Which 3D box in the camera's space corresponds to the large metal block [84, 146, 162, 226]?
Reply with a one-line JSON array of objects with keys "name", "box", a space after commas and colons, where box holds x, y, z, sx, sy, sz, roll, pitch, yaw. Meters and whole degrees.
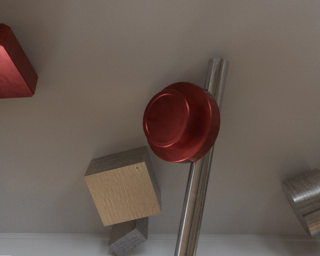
[{"name": "large metal block", "box": [-0.047, 0.079, 0.427, 0.080, 0.050, 0.080, -14, 110, 5]}]

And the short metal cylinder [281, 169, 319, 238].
[{"name": "short metal cylinder", "box": [0.209, 0.102, 0.423, 0.050, 0.080, 0.080, -26, 108, 9]}]

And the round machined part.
[{"name": "round machined part", "box": [0.018, -0.008, 0.368, 0.042, 0.098, 0.098, 15, 115, -49]}]

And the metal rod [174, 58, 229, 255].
[{"name": "metal rod", "box": [0.046, 0.064, 0.374, 0.025, 0.025, 0.298, 11, 86, -4]}]

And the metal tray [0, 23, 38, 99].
[{"name": "metal tray", "box": [-0.221, -0.071, 0.353, 0.131, 0.030, 0.090, -3, 149, 0]}]

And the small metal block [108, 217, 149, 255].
[{"name": "small metal block", "box": [-0.045, 0.151, 0.453, 0.050, 0.050, 0.025, -36, 106, 12]}]
